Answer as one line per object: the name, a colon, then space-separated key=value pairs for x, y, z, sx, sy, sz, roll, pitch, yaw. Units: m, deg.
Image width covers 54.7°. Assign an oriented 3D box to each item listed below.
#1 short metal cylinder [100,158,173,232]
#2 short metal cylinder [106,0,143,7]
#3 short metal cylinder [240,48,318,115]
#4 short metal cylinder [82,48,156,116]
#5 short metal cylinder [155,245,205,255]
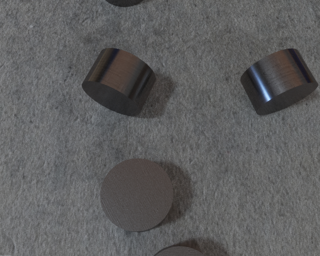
short metal cylinder: x=-0.026 y=0.081 z=0.365 sx=0.081 sy=0.050 sz=0.080 roll=0 pitch=70 yaw=0
short metal cylinder: x=-0.057 y=-0.237 z=0.481 sx=0.081 sy=0.050 sz=0.080 roll=0 pitch=70 yaw=0
short metal cylinder: x=0.153 y=-0.058 z=0.402 sx=0.081 sy=0.080 sz=0.050 roll=-19 pitch=71 yaw=-7
short metal cylinder: x=-0.052 y=-0.057 z=0.399 sx=0.080 sy=0.080 sz=0.050 roll=22 pitch=72 yaw=7
short metal cylinder: x=0.021 y=0.169 z=0.333 sx=0.081 sy=0.050 sz=0.080 roll=0 pitch=70 yaw=0
